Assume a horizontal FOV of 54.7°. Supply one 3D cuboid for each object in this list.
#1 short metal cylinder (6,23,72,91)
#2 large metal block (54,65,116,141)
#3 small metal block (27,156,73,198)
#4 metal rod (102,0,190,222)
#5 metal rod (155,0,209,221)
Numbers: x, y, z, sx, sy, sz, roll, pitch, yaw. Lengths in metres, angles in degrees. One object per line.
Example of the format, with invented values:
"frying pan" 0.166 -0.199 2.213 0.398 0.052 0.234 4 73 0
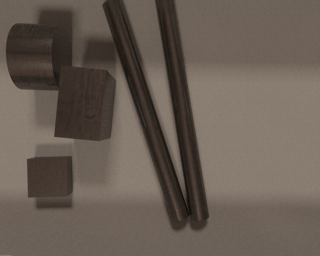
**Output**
"short metal cylinder" -0.145 -0.087 0.382 0.050 0.080 0.079 2 90 0
"large metal block" -0.089 -0.028 0.383 0.050 0.080 0.079 5 90 0
"small metal block" -0.145 0.064 0.410 0.050 0.025 0.050 -1 90 -1
"metal rod" -0.018 -0.023 0.411 0.025 0.025 0.298 -18 90 0
"metal rod" 0.029 -0.028 0.411 0.025 0.025 0.298 -9 90 0
